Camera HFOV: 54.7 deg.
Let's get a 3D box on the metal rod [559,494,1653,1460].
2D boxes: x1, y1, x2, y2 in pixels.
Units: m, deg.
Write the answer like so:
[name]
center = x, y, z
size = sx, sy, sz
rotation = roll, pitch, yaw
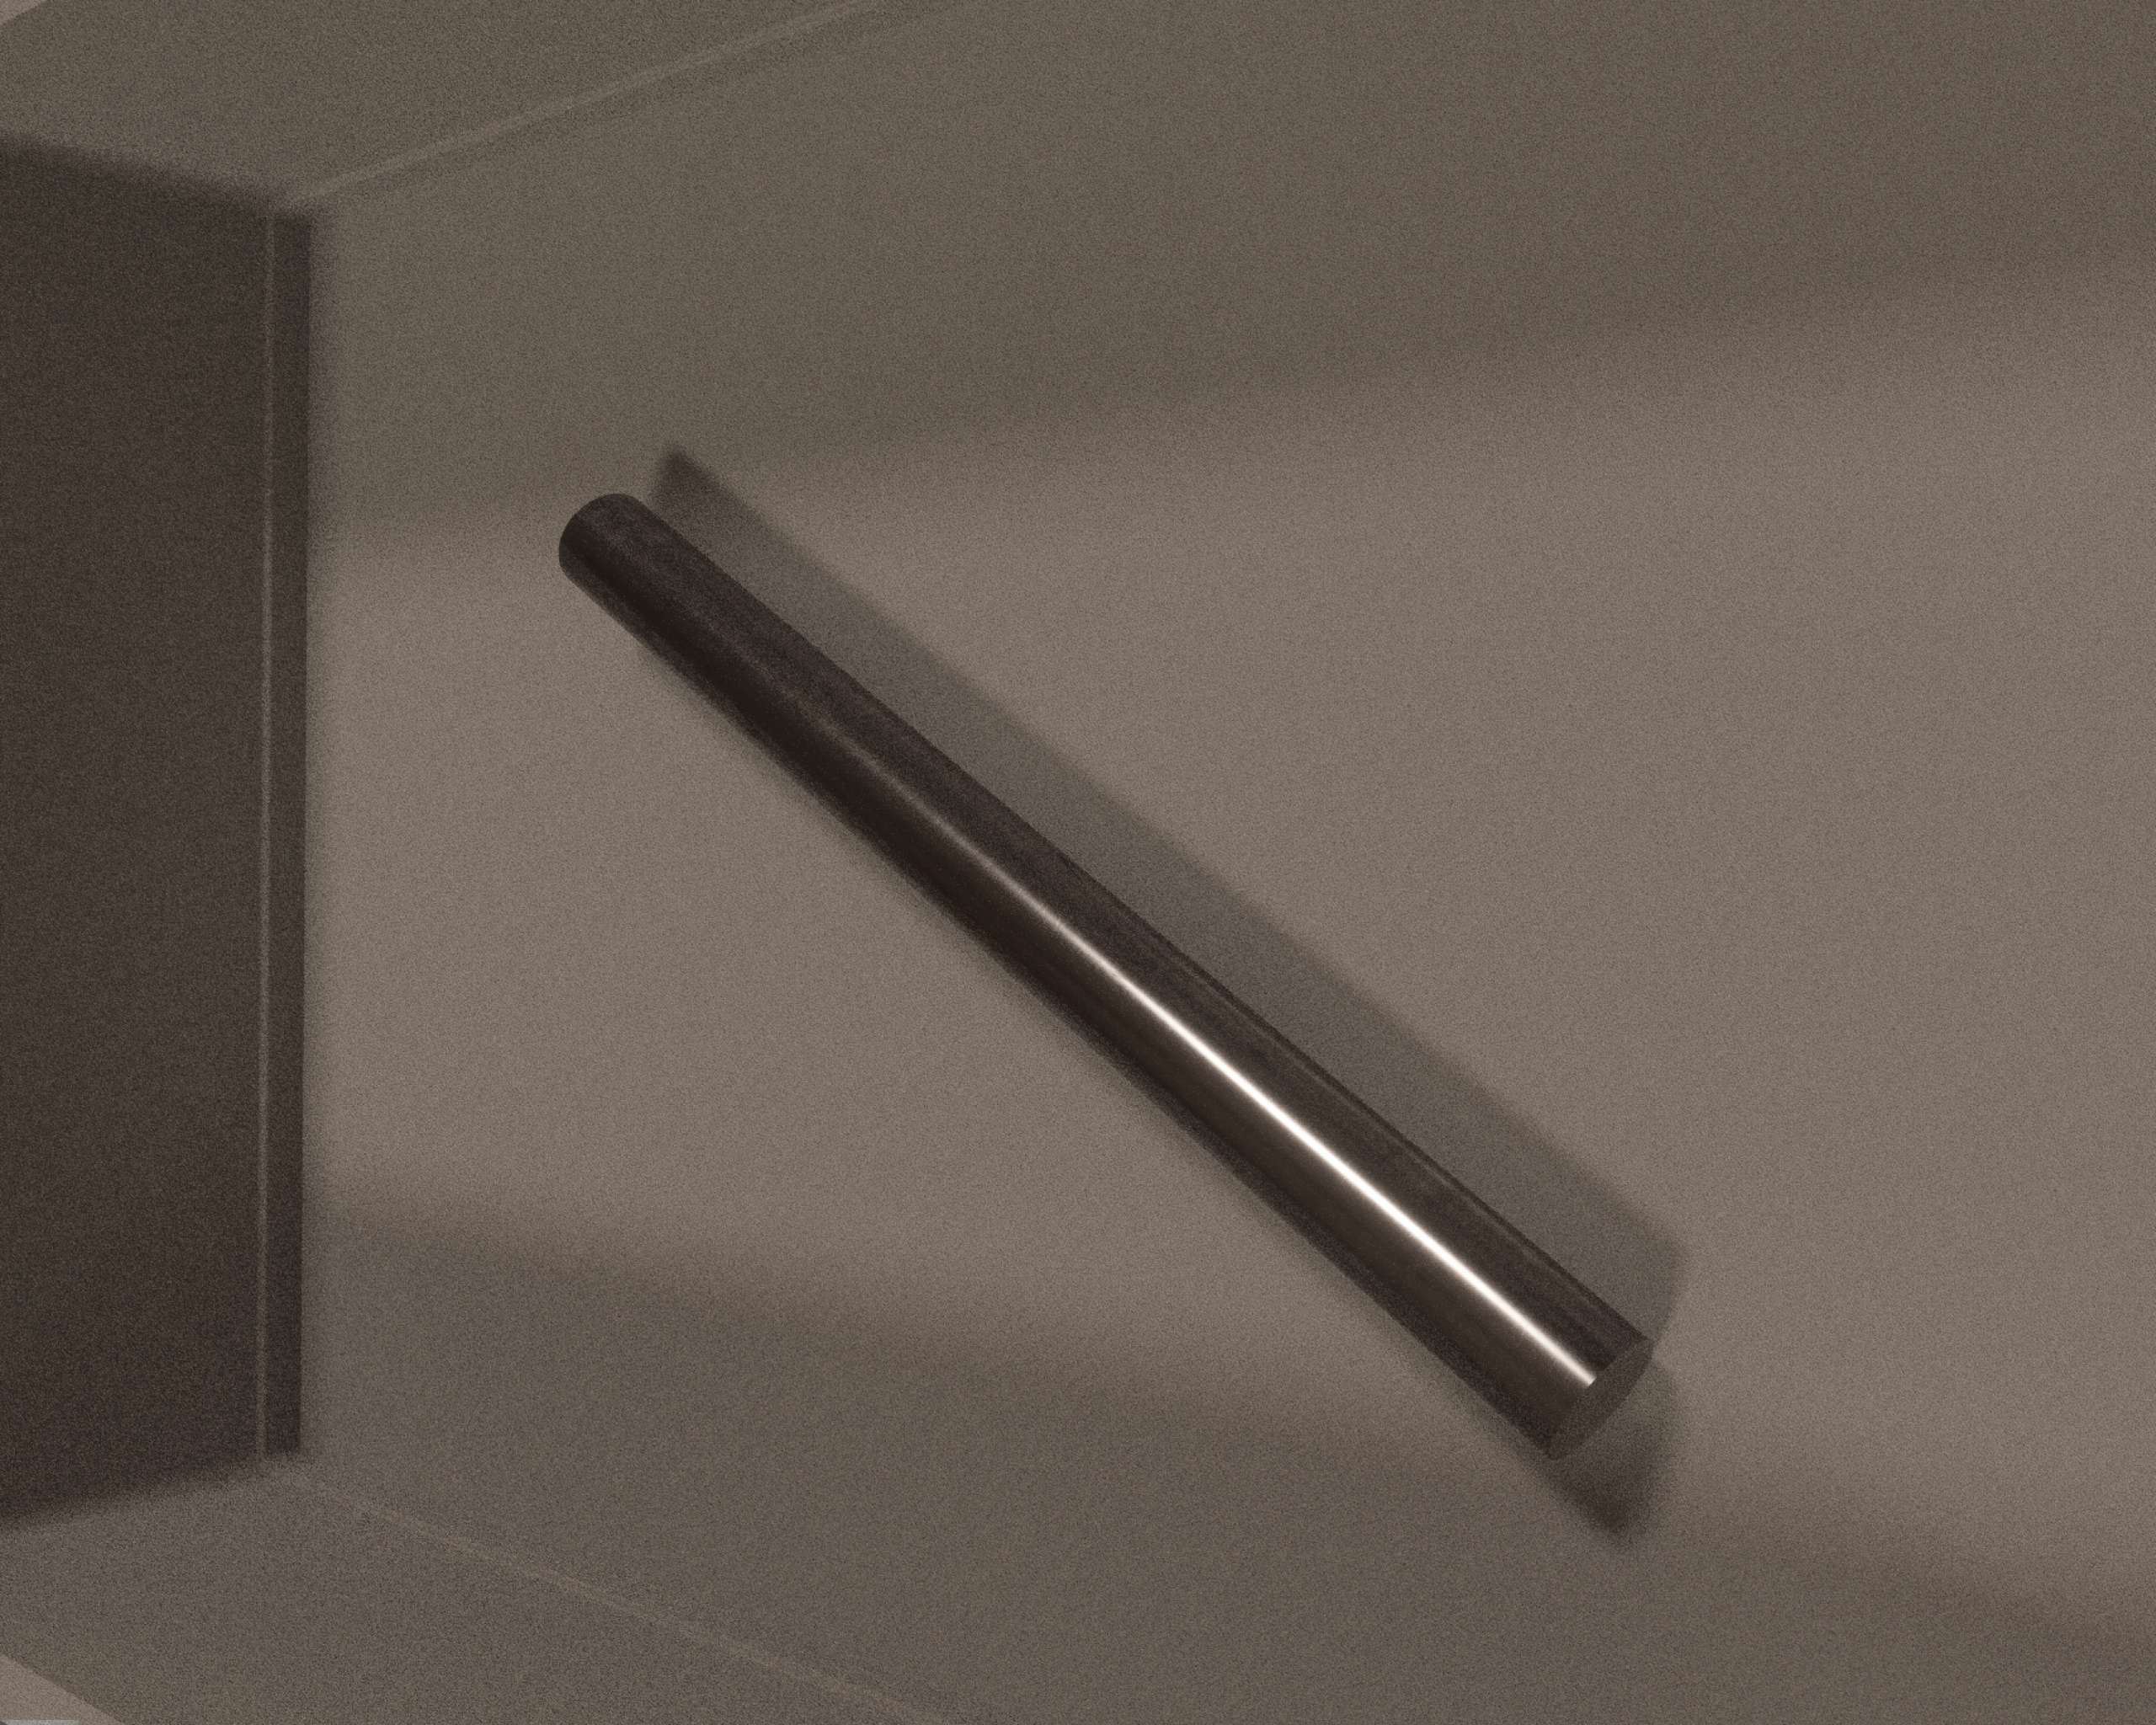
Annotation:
[metal rod]
center = -0.014, 0.005, 0.413
size = 0.300, 0.025, 0.025
rotation = 40, 114, 32
